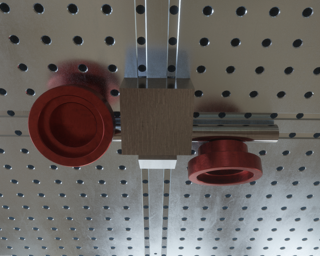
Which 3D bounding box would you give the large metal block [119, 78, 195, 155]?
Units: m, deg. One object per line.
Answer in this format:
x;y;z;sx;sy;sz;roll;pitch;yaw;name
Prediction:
-0.004;-0.015;0.368;0.081;0.050;0.079;0;112;-1;large metal block

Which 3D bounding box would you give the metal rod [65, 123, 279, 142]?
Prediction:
0.006;0.006;0.418;0.302;0.025;0.025;0;130;-1;metal rod

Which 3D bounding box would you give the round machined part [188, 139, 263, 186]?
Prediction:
0.087;0.047;0.425;0.099;0.042;0.098;0;156;0;round machined part

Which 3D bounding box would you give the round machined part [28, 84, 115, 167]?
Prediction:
-0.103;-0.005;0.378;0.099;0.042;0.097;0;104;-1;round machined part

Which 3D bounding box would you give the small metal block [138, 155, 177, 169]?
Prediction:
-0.003;0.039;0.432;0.050;0.025;0.050;0;159;-1;small metal block
